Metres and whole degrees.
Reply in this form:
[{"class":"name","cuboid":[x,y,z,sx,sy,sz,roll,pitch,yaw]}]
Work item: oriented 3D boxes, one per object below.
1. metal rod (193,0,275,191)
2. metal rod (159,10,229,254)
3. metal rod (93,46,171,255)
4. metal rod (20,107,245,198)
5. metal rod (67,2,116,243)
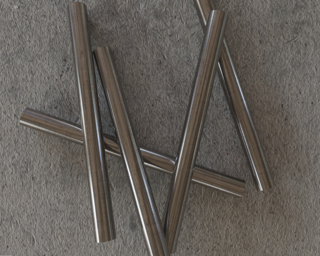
[{"class":"metal rod","cuboid":[0.093,-0.063,0.410,0.025,0.025,0.299,-19,90,0]},{"class":"metal rod","cuboid":[0.040,0.005,0.384,0.025,0.025,0.298,13,90,0]},{"class":"metal rod","cuboid":[-0.034,0.039,0.381,0.025,0.025,0.299,-17,79,0]},{"class":"metal rod","cuboid":[-0.035,0.033,0.409,0.301,0.025,0.025,19,90,0]},{"class":"metal rod","cuboid":[-0.087,-0.014,0.387,0.025,0.025,0.298,-9,82,0]}]
